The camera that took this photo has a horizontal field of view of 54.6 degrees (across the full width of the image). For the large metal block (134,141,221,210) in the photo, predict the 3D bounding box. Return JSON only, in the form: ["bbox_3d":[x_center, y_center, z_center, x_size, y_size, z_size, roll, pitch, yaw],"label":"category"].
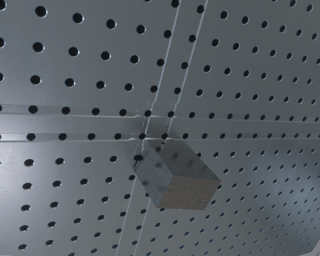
[{"bbox_3d":[0.022,0.066,0.427,0.081,0.080,0.050,13,112,-34],"label":"large metal block"}]
